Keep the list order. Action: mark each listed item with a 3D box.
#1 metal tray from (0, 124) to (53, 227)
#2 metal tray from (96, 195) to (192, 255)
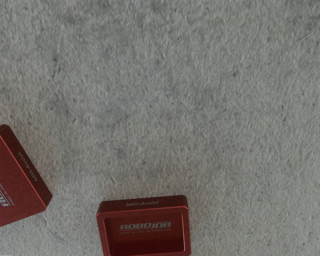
[{"bbox_3d":[-0.223,0.069,0.430,0.090,0.030,0.129,-21,109,7],"label":"metal tray"},{"bbox_3d":[-0.022,0.151,0.462,0.131,0.030,0.089,-5,110,1],"label":"metal tray"}]
